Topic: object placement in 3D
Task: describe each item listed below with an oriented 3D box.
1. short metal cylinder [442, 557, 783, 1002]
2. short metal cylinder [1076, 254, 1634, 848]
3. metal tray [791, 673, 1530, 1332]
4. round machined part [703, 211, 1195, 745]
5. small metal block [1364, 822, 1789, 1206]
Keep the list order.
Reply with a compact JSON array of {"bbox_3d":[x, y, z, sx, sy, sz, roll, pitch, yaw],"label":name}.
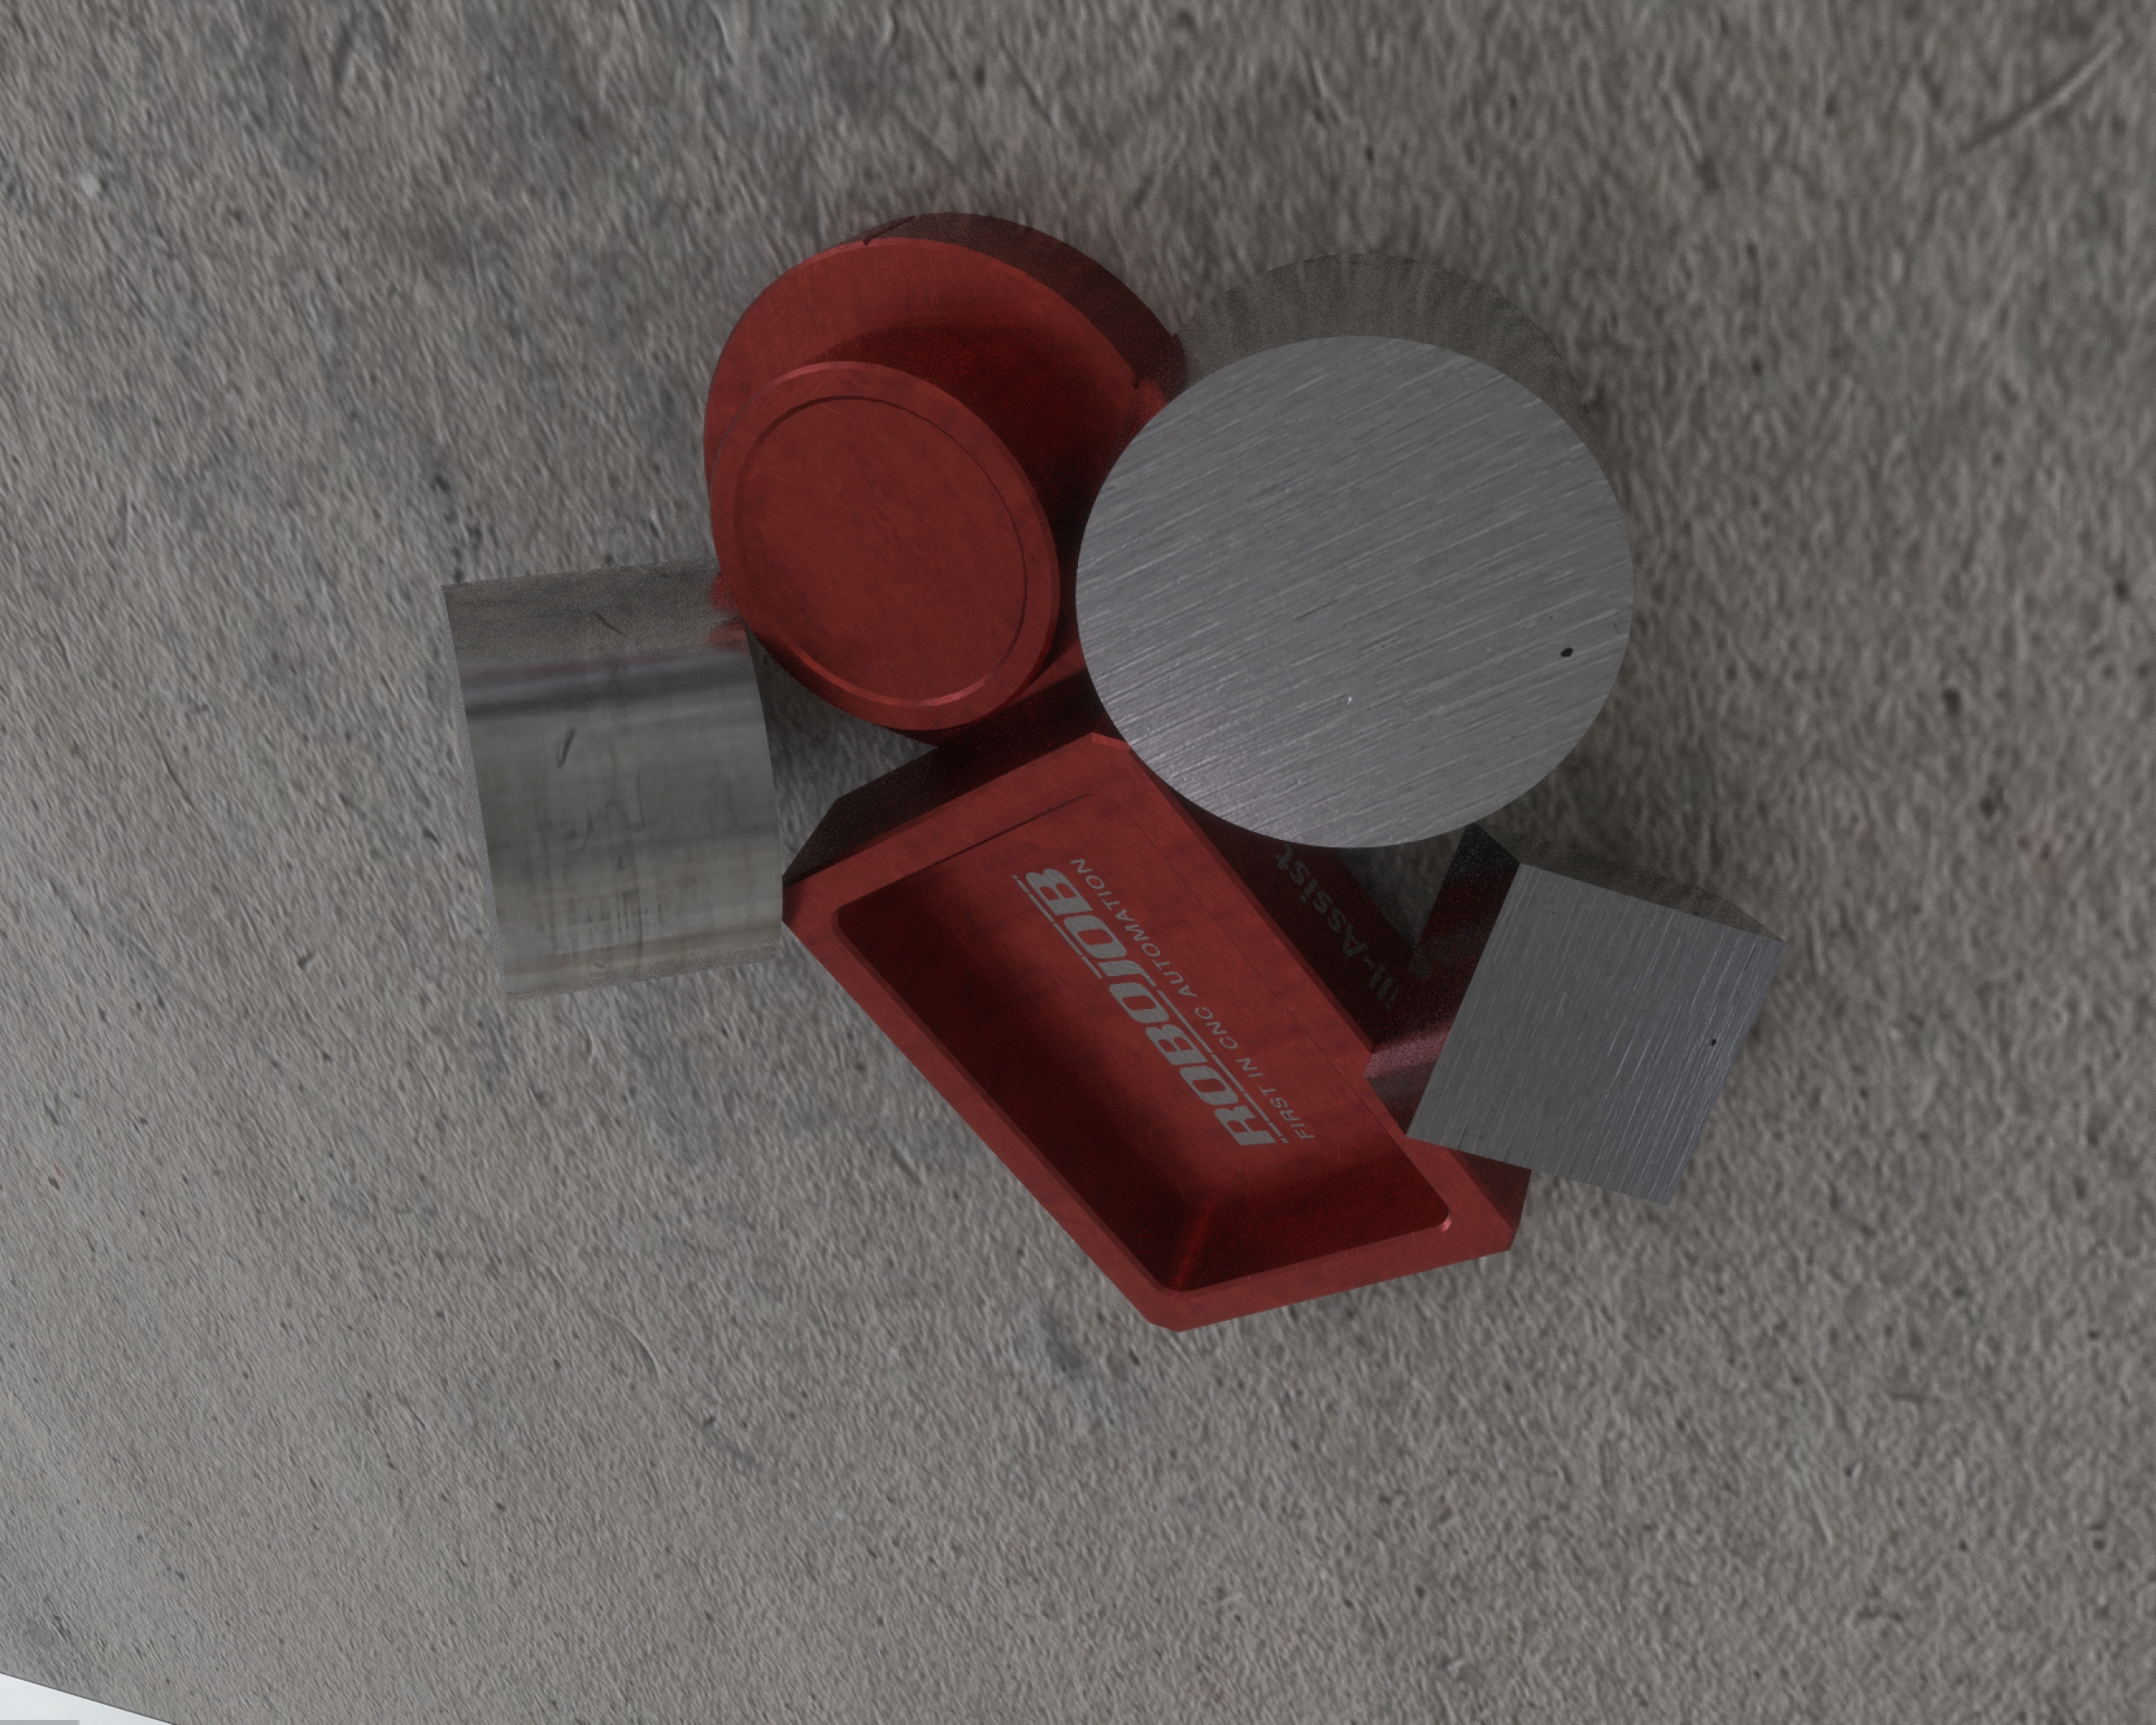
[{"bbox_3d":[-0.091,-0.016,0.402,0.050,0.080,0.079,-9,124,-17],"label":"short metal cylinder"},{"bbox_3d":[0.043,-0.049,0.326,0.080,0.050,0.079,3,119,6],"label":"short metal cylinder"},{"bbox_3d":[0.016,0.030,0.400,0.090,0.030,0.130,-24,115,36],"label":"metal tray"},{"bbox_3d":[-0.026,-0.062,0.373,0.098,0.042,0.097,13,124,21],"label":"round machined part"},{"bbox_3d":[0.084,0.026,0.357,0.050,0.025,0.050,16,105,-14],"label":"small metal block"}]
